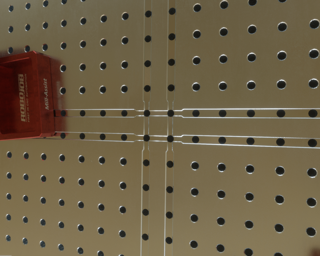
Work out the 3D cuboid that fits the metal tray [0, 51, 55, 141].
[{"bbox_3d":[-0.216,-0.048,0.486,0.090,0.030,0.129,-5,88,20],"label":"metal tray"}]
